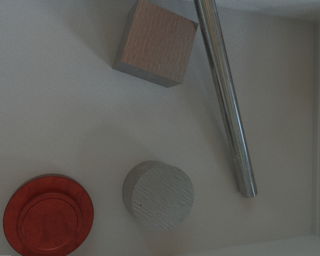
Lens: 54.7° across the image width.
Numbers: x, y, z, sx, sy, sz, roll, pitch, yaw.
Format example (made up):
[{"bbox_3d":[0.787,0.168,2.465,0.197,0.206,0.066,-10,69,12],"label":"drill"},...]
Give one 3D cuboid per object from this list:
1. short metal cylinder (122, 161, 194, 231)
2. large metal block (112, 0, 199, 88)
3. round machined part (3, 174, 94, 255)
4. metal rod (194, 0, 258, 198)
[{"bbox_3d":[-0.003,0.084,0.397,0.081,0.050,0.079,0,90,-20],"label":"short metal cylinder"},{"bbox_3d":[-0.007,-0.104,0.396,0.081,0.050,0.080,17,84,-20],"label":"large metal block"},{"bbox_3d":[-0.126,0.104,0.356,0.099,0.042,0.097,0,90,-21],"label":"round machined part"},{"bbox_3d":[0.091,-0.038,0.417,0.025,0.025,0.298,-24,109,-19],"label":"metal rod"}]
